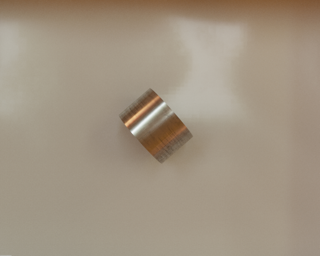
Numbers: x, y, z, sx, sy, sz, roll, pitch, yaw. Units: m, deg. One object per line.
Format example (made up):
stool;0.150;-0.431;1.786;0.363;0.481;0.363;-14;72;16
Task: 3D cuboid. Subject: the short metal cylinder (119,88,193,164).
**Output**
short metal cylinder;-0.005;-0.003;0.381;0.050;0.080;0.080;-41;91;0
